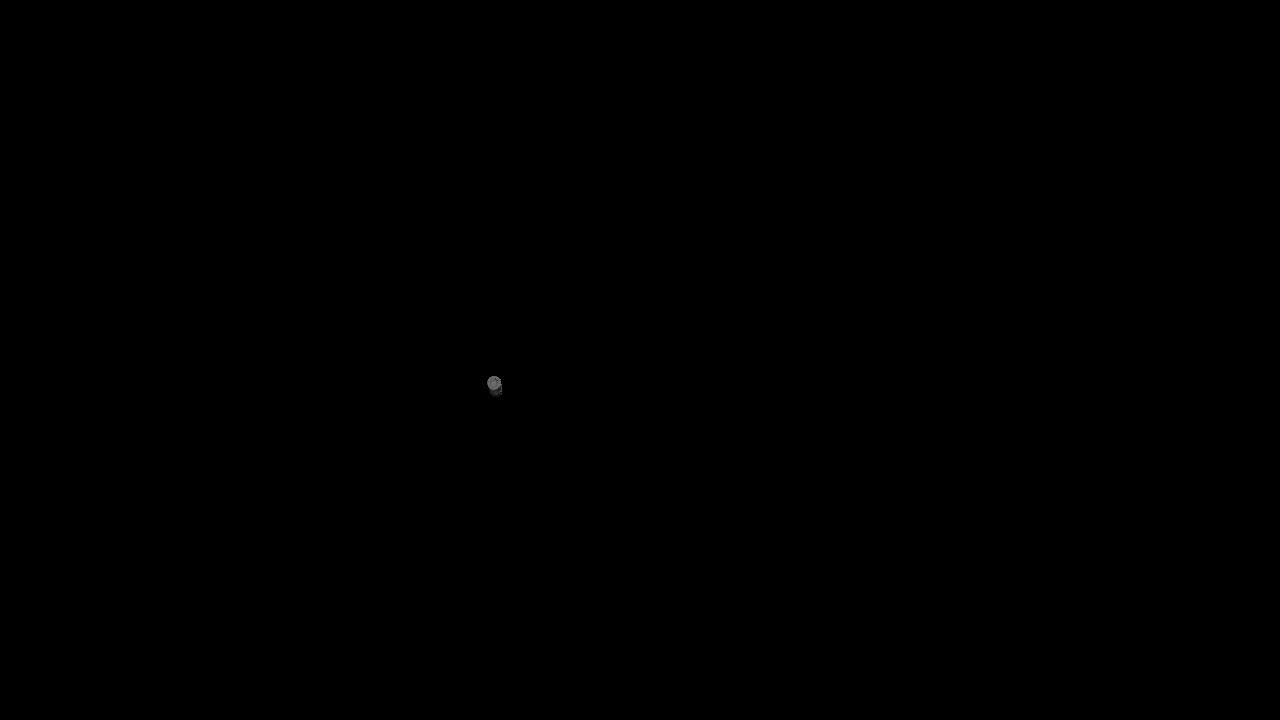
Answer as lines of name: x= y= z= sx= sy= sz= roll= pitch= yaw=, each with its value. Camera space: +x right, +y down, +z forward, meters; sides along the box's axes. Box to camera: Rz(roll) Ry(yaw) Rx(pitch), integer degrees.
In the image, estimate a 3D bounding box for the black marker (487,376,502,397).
black marker: x=-0.215 y=0.041 z=0.915 sx=0.020 sy=0.020 sz=0.121 roll=0 pitch=-9 yaw=-12
